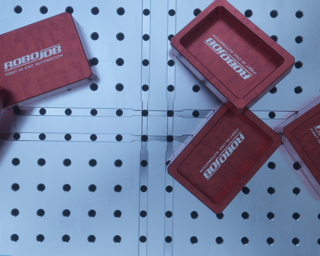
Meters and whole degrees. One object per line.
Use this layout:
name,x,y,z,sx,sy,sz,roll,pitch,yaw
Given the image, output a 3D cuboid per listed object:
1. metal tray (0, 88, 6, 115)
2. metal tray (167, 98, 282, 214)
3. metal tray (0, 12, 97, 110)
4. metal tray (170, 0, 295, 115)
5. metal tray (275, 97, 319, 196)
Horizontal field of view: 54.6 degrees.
metal tray,-0.258,-0.005,0.390,0.090,0.030,0.129,25,108,0
metal tray,0.083,0.035,0.411,0.090,0.030,0.130,41,90,0
metal tray,-0.162,-0.087,0.410,0.131,0.030,0.090,-20,90,0
metal tray,0.088,-0.092,0.392,0.090,0.030,0.130,-42,73,0
metal tray,0.229,0.029,0.412,0.090,0.030,0.130,-35,90,0
